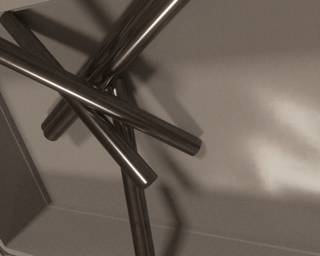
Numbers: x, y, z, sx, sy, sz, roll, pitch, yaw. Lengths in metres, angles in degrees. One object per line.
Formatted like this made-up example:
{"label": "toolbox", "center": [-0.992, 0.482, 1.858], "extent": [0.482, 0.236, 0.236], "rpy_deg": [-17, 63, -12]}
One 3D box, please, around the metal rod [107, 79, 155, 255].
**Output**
{"label": "metal rod", "center": [-0.032, 0.086, 0.397], "extent": [0.025, 0.025, 0.298], "rpy_deg": [-11, 88, 32]}

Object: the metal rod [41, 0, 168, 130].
{"label": "metal rod", "center": [-0.087, -0.073, 0.407], "extent": [0.025, 0.025, 0.299], "rpy_deg": [48, 129, -6]}

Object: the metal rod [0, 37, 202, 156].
{"label": "metal rod", "center": [-0.080, -0.038, 0.348], "extent": [0.301, 0.025, 0.025], "rpy_deg": [26, 132, -21]}

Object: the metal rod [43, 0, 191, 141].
{"label": "metal rod", "center": [-0.070, -0.062, 0.379], "extent": [0.025, 0.025, 0.299], "rpy_deg": [48, 128, -6]}

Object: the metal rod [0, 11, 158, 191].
{"label": "metal rod", "center": [-0.109, -0.045, 0.380], "extent": [0.300, 0.025, 0.025], "rpy_deg": [47, 131, 17]}
